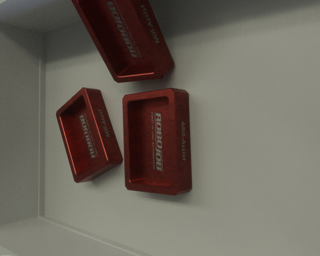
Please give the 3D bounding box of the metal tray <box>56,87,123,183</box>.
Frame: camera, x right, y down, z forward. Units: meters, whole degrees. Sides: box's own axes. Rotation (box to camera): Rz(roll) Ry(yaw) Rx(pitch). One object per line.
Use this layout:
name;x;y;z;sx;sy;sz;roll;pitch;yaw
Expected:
metal tray;-0.117;0.012;0.496;0.090;0.030;0.130;-32;70;35

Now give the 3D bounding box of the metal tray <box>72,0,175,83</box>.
metal tray;-0.046;-0.122;0.391;0.090;0.030;0.130;2;130;39

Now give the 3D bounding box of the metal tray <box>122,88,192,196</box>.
metal tray;-0.006;0.018;0.406;0.090;0.030;0.129;-3;88;39
